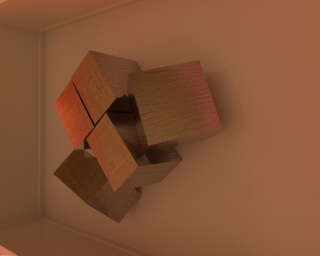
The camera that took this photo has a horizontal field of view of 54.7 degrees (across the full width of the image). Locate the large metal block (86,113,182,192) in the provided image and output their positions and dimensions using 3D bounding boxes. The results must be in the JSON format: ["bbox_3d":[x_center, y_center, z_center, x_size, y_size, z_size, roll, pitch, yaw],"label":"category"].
[{"bbox_3d":[-0.033,0.028,0.393,0.050,0.081,0.080,-49,61,29],"label":"large metal block"}]

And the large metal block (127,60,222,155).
[{"bbox_3d":[0.013,-0.022,0.349,0.050,0.081,0.080,118,137,-72],"label":"large metal block"}]

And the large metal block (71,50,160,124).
[{"bbox_3d":[-0.058,-0.051,0.415,0.050,0.081,0.080,-46,63,30],"label":"large metal block"}]

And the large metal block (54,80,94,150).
[{"bbox_3d":[-0.090,-0.018,0.441,0.050,0.081,0.080,-45,63,30],"label":"large metal block"}]

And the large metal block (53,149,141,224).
[{"bbox_3d":[-0.085,0.078,0.428,0.080,0.080,0.050,28,73,36],"label":"large metal block"}]
